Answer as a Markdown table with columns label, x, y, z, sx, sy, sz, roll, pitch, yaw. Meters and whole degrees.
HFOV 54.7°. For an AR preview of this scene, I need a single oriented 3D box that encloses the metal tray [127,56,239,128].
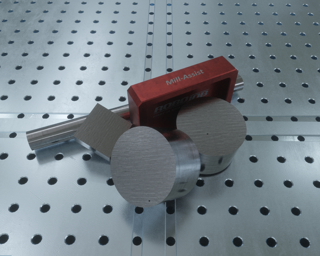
| label | x | y | z | sx | sy | sz | roll | pitch | yaw |
| --- | --- | --- | --- | --- | --- | --- | --- | --- | --- |
| metal tray | 0.028 | -0.029 | 0.385 | 0.131 | 0.089 | 0.030 | -21 | 53 | -17 |

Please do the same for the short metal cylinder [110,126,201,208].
| label | x | y | z | sx | sy | sz | roll | pitch | yaw |
| --- | --- | --- | --- | --- | --- | --- | --- | --- | --- |
| short metal cylinder | -0.005 | 0.039 | 0.326 | 0.080 | 0.080 | 0.050 | 40 | 19 | 28 |

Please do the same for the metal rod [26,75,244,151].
| label | x | y | z | sx | sy | sz | roll | pitch | yaw |
| --- | --- | --- | --- | --- | --- | --- | --- | --- | --- |
| metal rod | -0.023 | -0.026 | 0.424 | 0.302 | 0.025 | 0.025 | -17 | 52 | -14 |

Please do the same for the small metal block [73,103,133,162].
| label | x | y | z | sx | sy | sz | roll | pitch | yaw |
| --- | --- | --- | --- | --- | --- | --- | --- | --- | --- |
| small metal block | -0.069 | 0.006 | 0.381 | 0.050 | 0.025 | 0.050 | 32 | 71 | 1 |

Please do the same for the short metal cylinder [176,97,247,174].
| label | x | y | z | sx | sy | sz | roll | pitch | yaw |
| --- | --- | --- | --- | --- | --- | --- | --- | --- | --- |
| short metal cylinder | 0.057 | 0.009 | 0.373 | 0.081 | 0.050 | 0.080 | 2 | 58 | -4 |
